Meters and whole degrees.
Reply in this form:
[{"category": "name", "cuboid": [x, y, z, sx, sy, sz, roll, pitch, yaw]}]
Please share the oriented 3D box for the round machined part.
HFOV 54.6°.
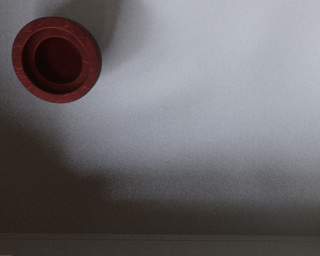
[{"category": "round machined part", "cuboid": [-0.119, -0.082, 0.371, 0.099, 0.042, 0.097, 0, 110, 0]}]
